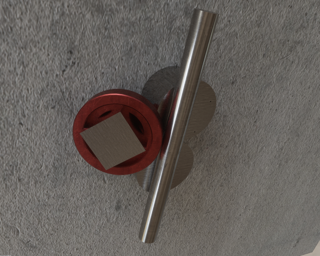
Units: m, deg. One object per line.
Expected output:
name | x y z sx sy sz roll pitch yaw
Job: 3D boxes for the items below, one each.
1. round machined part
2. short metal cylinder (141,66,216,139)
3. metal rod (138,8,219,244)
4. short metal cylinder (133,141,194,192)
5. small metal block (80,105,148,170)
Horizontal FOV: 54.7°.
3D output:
round machined part | -0.046 0.002 0.357 0.099 0.042 0.097 1 112 2
short metal cylinder | 0.022 -0.031 0.385 0.081 0.050 0.079 -14 124 -21
metal rod | 0.014 0.018 0.363 0.025 0.025 0.298 -1 119 -28
short metal cylinder | -0.002 0.039 0.415 0.081 0.050 0.079 -14 123 -21
small metal block | -0.049 0.010 0.335 0.050 0.025 0.050 -27 108 13
